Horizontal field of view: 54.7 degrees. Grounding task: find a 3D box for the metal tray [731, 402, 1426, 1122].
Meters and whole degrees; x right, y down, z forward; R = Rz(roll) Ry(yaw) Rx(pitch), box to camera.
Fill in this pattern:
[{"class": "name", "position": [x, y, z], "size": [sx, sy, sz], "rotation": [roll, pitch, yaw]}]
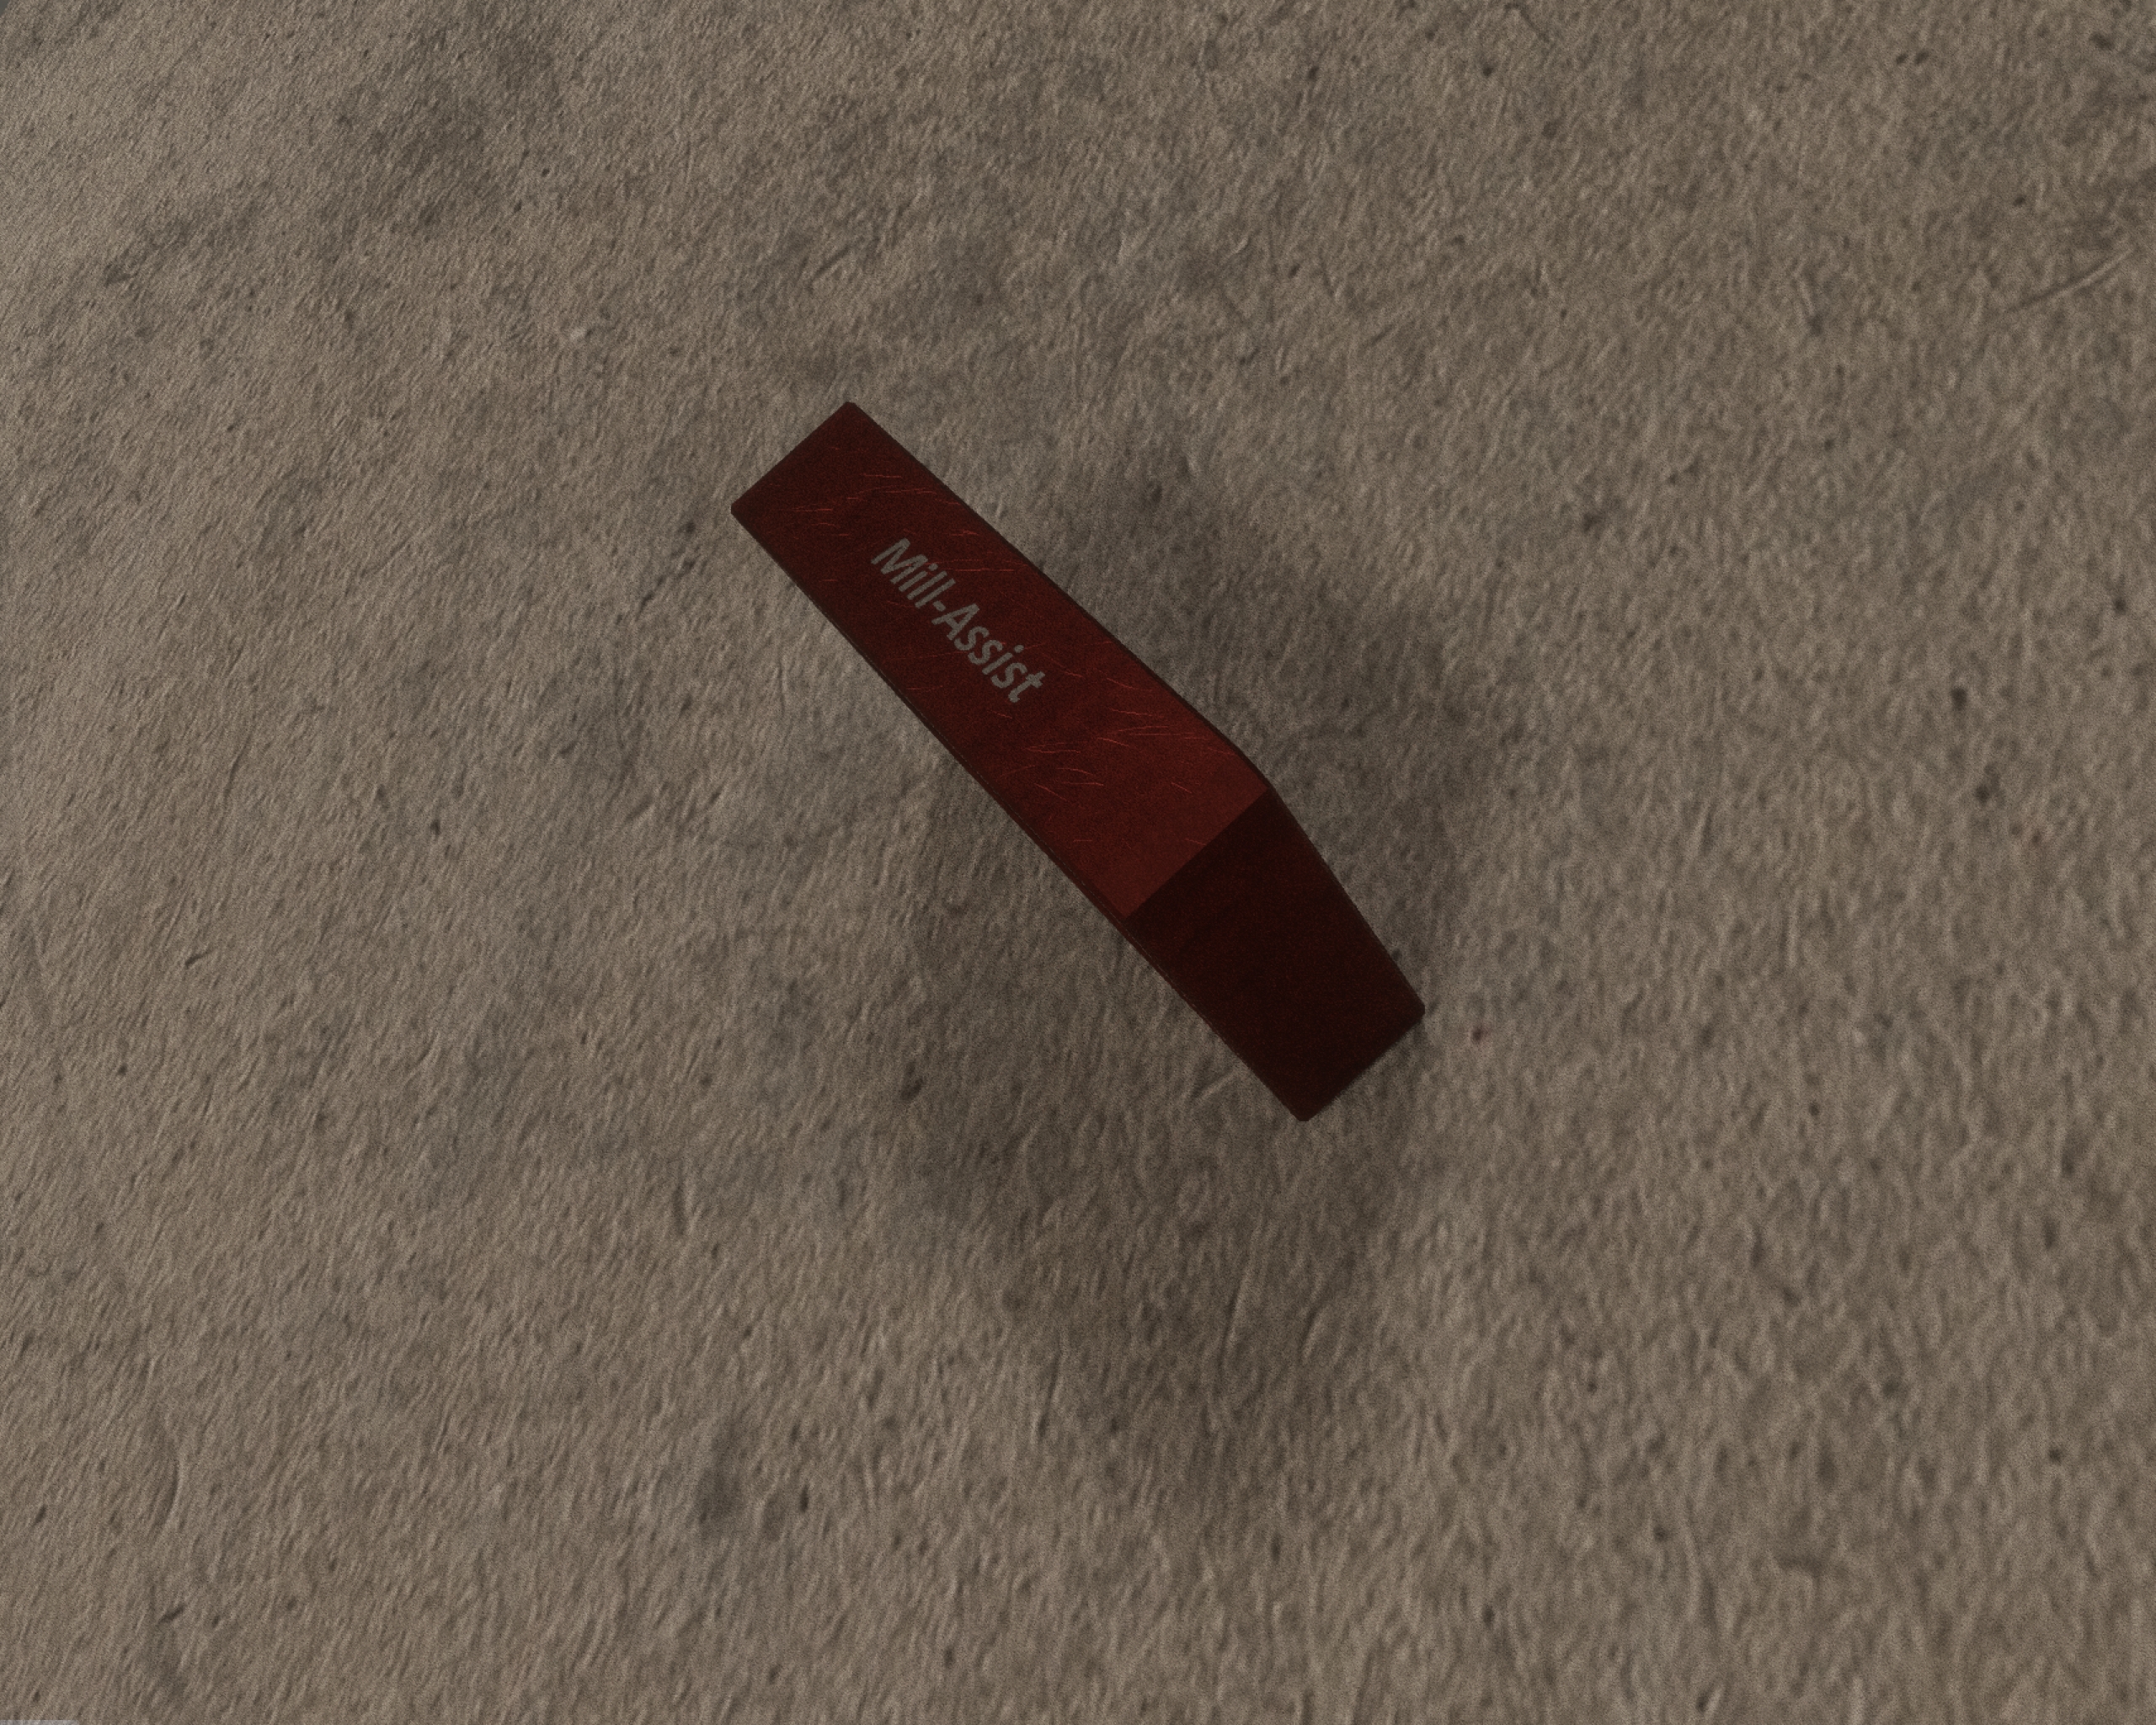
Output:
[{"class": "metal tray", "position": [-0.001, -0.019, 0.375], "size": [0.030, 0.090, 0.130], "rotation": [-43, 51, -1]}]
